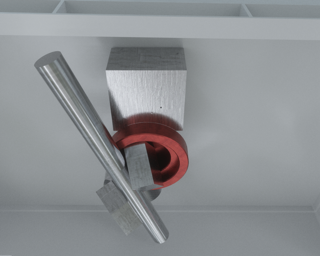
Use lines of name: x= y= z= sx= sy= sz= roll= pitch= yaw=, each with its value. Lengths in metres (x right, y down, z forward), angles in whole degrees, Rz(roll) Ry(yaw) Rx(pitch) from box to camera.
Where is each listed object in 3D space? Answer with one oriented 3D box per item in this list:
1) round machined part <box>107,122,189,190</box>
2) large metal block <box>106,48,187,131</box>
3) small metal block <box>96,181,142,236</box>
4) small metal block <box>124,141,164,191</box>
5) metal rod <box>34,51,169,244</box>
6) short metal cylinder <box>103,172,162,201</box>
round machined part: x=-0.015 y=0.030 z=0.383 sx=0.099 sy=0.042 sz=0.097 roll=-1 pitch=130 yaw=0
large metal block: x=-0.014 y=-0.043 z=0.352 sx=0.081 sy=0.050 sz=0.079 roll=0 pitch=130 yaw=-1
small metal block: x=-0.055 y=0.106 z=0.412 sx=0.025 sy=0.050 sz=0.050 roll=-35 pitch=129 yaw=-15
small metal block: x=-0.018 y=0.046 z=0.367 sx=0.025 sy=0.050 sz=0.050 roll=-17 pitch=163 yaw=9
metal rod: x=-0.047 y=0.048 z=0.356 sx=0.025 sy=0.025 sz=0.299 roll=-15 pitch=129 yaw=12
short metal cylinder: x=-0.038 y=0.067 z=0.448 sx=0.081 sy=0.050 sz=0.079 roll=0 pitch=130 yaw=0
